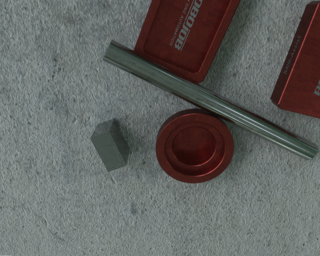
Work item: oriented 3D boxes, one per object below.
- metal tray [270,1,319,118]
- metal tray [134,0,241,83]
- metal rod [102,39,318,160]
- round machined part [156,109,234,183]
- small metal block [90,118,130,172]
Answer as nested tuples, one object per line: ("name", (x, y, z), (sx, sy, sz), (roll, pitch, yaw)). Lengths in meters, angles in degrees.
("metal tray", (0.205, -0.078, 0.381), (0.091, 0.030, 0.129), (13, 110, -6))
("metal tray", (0.033, -0.129, 0.360), (0.091, 0.030, 0.129), (21, 109, -8))
("metal rod", (0.074, -0.026, 0.381), (0.302, 0.025, 0.025), (24, 108, -17))
("round machined part", (0.044, 0.020, 0.409), (0.099, 0.042, 0.097), (0, 111, 0))
("small metal block", (-0.063, 0.021, 0.403), (0.025, 0.050, 0.050), (-21, 109, 7))
